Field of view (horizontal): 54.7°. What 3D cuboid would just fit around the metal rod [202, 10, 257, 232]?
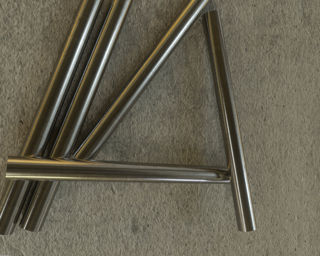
[{"bbox_3d":[0.094,-0.012,0.424,0.025,0.025,0.298,-7,86,-20],"label":"metal rod"}]

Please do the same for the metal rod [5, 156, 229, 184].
[{"bbox_3d":[-0.022,0.055,0.384,0.302,0.025,0.025,6,88,-26],"label":"metal rod"}]

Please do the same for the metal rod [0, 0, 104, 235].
[{"bbox_3d":[-0.127,-0.026,0.361,0.025,0.025,0.299,22,83,-19],"label":"metal rod"}]

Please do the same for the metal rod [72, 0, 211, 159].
[{"bbox_3d":[-0.012,-0.082,0.404,0.025,0.025,0.300,38,78,-16],"label":"metal rod"}]

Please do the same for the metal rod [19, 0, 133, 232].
[{"bbox_3d":[-0.097,-0.025,0.372,0.025,0.025,0.299,23,82,-19],"label":"metal rod"}]
